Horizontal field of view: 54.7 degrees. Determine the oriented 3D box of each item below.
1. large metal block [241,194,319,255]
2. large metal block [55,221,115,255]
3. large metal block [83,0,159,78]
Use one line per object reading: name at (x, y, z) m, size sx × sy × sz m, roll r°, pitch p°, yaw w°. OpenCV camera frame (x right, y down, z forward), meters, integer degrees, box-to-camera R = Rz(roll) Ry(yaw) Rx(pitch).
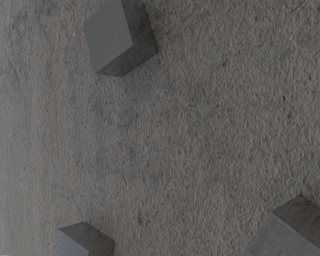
large metal block at (0.114, 0.113, 0.275) m, size 0.050 × 0.081 × 0.079 m, roll 38°, pitch 113°, yaw 33°
large metal block at (-0.121, 0.206, 0.489) m, size 0.080 × 0.050 × 0.079 m, roll 14°, pitch 99°, yaw 39°
large metal block at (-0.057, -0.127, 0.436) m, size 0.080 × 0.050 × 0.080 m, roll -25°, pitch 75°, yaw 37°
